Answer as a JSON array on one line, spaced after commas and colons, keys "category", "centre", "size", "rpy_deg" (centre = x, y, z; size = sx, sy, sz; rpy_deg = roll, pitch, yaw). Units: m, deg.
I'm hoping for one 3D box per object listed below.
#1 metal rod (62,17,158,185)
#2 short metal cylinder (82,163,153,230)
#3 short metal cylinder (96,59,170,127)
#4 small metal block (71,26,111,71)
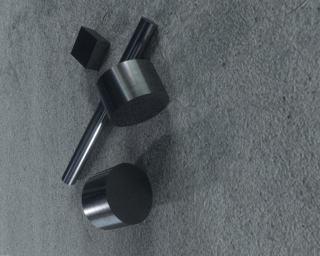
[{"category": "metal rod", "centre": [-0.085, -0.027, 0.475], "size": [0.025, 0.025, 0.298], "rpy_deg": [46, 117, 30]}, {"category": "short metal cylinder", "centre": [-0.056, 0.092, 0.416], "size": [0.050, 0.081, 0.080], "rpy_deg": [-25, 74, 37]}, {"category": "short metal cylinder", "centre": [-0.035, -0.043, 0.398], "size": [0.080, 0.081, 0.050], "rpy_deg": [-38, 67, 33]}, {"category": "small metal block", "centre": [-0.113, -0.128, 0.498], "size": [0.050, 0.025, 0.050], "rpy_deg": [44, 116, 31]}]
